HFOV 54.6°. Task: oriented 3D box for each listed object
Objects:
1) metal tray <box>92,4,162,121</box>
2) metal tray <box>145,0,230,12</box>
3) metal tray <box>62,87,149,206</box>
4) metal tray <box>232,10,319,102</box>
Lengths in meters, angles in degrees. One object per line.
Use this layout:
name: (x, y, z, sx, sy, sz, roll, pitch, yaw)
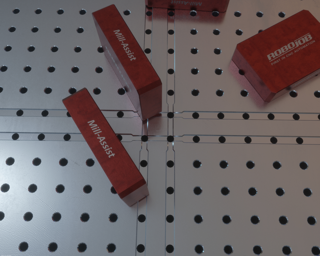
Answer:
metal tray: (-0.041, -0.083, 0.407, 0.030, 0.090, 0.130, -27, 72, -9)
metal tray: (0.045, -0.235, 0.495, 0.131, 0.030, 0.090, 5, 70, 1)
metal tray: (-0.061, 0.026, 0.367, 0.030, 0.090, 0.130, -32, 73, -11)
metal tray: (0.184, -0.106, 0.449, 0.131, 0.030, 0.090, -29, 73, -10)
